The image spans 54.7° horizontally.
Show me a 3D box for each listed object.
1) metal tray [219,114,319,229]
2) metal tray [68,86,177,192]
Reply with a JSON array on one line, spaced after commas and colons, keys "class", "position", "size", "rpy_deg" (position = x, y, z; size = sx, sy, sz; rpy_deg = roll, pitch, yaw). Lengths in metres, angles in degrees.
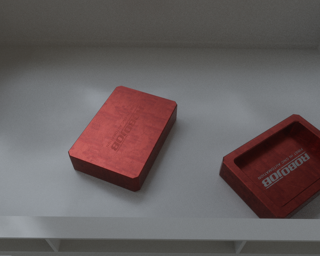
[{"class": "metal tray", "position": [0.148, 0.045, 0.365], "size": [0.131, 0.030, 0.090], "rpy_deg": [-27, 55, -22]}, {"class": "metal tray", "position": [-0.042, 0.007, 0.395], "size": [0.090, 0.030, 0.130], "rpy_deg": [18, 52, 14]}]
